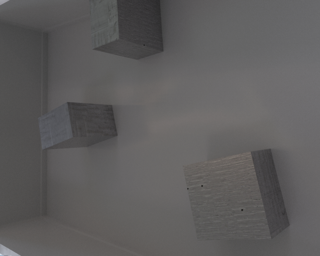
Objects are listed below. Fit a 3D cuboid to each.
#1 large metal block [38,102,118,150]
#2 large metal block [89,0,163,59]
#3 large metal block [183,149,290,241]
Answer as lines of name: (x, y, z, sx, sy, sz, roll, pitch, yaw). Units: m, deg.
large metal block: (-0.126, -0.002, 0.475, 0.080, 0.081, 0.050, -19, 78, 38)
large metal block: (-0.043, -0.141, 0.407, 0.050, 0.081, 0.080, -6, 86, 40)
large metal block: (0.078, 0.070, 0.326, 0.080, 0.050, 0.080, -18, 79, 38)
